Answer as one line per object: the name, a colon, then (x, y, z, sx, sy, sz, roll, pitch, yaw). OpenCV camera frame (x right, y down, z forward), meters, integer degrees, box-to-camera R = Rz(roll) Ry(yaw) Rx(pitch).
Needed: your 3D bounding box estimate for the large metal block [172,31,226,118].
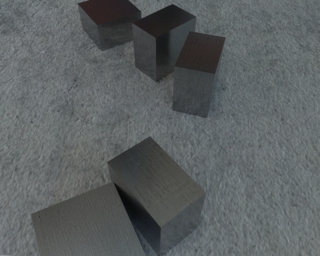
large metal block: (0.053, -0.074, 0.430, 0.050, 0.080, 0.080, 13, 51, 10)

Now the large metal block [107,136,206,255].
large metal block: (-0.005, 0.069, 0.309, 0.050, 0.080, 0.080, -31, 57, -24)

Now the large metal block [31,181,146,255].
large metal block: (-0.066, 0.110, 0.294, 0.081, 0.050, 0.080, -20, 53, -16)

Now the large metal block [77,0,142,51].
large metal block: (-0.087, -0.189, 0.545, 0.081, 0.050, 0.080, -26, 55, -20)

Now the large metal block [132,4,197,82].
large metal block: (0.007, -0.131, 0.478, 0.080, 0.080, 0.050, -35, 59, -26)
